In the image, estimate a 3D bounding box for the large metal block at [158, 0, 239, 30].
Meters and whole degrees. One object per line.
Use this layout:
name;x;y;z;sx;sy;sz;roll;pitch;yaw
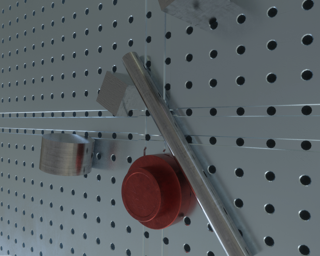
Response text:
large metal block;0.034;-0.167;0.344;0.050;0.081;0.080;-26;74;37

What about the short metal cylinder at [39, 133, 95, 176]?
short metal cylinder;-0.147;0.040;0.492;0.080;0.081;0.050;13;99;39

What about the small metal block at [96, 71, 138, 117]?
small metal block;-0.063;-0.050;0.459;0.050;0.025;0.050;37;112;33

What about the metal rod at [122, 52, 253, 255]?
metal rod;0.023;0.022;0.388;0.025;0.025;0.299;-42;65;31

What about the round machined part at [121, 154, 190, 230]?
round machined part;-0.013;0.084;0.407;0.098;0.042;0.097;0;90;39
